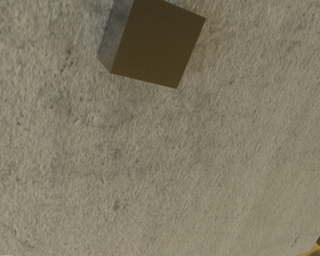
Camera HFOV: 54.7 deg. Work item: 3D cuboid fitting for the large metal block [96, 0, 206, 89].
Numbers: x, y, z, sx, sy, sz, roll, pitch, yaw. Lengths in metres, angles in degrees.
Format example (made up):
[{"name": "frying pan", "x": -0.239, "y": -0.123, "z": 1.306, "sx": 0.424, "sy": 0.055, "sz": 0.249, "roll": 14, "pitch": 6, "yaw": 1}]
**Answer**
[{"name": "large metal block", "x": -0.011, "y": -0.095, "z": 0.327, "sx": 0.081, "sy": 0.050, "sz": 0.079, "roll": 9, "pitch": 114, "yaw": -33}]
